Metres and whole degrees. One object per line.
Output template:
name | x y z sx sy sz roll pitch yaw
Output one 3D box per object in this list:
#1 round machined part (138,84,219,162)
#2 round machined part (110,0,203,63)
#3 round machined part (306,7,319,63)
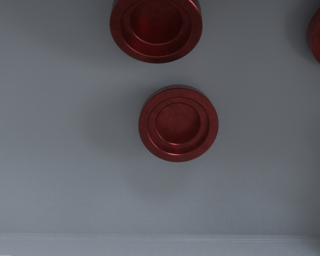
round machined part | 0.023 -0.009 0.399 0.099 0.042 0.097 0 110 0
round machined part | -0.004 -0.121 0.341 0.099 0.042 0.098 1 145 1
round machined part | 0.222 -0.105 0.346 0.099 0.042 0.097 0 135 1
